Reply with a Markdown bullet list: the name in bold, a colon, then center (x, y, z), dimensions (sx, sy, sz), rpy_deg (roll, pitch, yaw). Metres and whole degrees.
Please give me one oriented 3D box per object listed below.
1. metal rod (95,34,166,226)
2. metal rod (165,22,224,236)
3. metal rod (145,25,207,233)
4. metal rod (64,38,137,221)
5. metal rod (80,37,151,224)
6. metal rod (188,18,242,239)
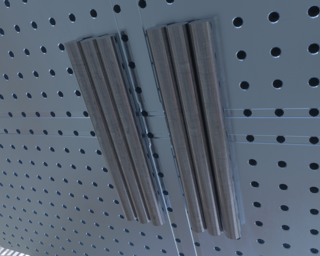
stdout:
- **metal rod**: center (-0.034, 0.020, 0.441), dimensions (0.025, 0.025, 0.298), rpy_deg (1, 119, 28)
- **metal rod**: center (0.050, 0.020, 0.397), dimensions (0.025, 0.025, 0.298), rpy_deg (1, 119, 28)
- **metal rod**: center (0.028, 0.019, 0.408), dimensions (0.025, 0.025, 0.298), rpy_deg (1, 119, 28)
- **metal rod**: center (-0.079, 0.019, 0.465), dimensions (0.025, 0.025, 0.298), rpy_deg (1, 119, 28)
- **metal rod**: center (-0.056, 0.020, 0.453), dimensions (0.025, 0.025, 0.298), rpy_deg (1, 119, 28)
- **metal rod**: center (0.074, 0.021, 0.384), dimensions (0.025, 0.025, 0.298), rpy_deg (1, 119, 28)
